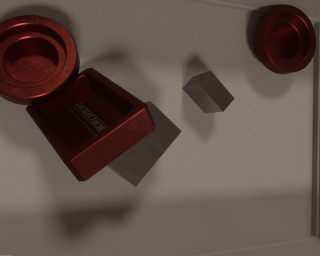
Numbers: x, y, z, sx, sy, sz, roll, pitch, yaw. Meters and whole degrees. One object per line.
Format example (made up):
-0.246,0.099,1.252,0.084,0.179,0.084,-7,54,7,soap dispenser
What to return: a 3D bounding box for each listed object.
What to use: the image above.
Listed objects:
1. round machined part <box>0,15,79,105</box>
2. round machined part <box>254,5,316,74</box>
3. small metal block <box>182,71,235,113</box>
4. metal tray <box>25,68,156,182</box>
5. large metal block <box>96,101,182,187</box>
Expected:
-0.138,-0.070,0.339,0.099,0.042,0.098,2,72,-6,round machined part
0.183,-0.130,0.471,0.099,0.042,0.097,0,90,-21,round machined part
0.065,-0.047,0.423,0.050,0.050,0.025,46,76,-15,small metal block
-0.078,-0.012,0.328,0.090,0.130,0.030,-37,133,-17,metal tray
-0.032,0.016,0.370,0.050,0.080,0.080,44,76,-15,large metal block
